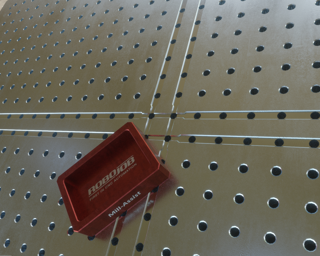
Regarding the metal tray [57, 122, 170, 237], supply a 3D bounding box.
[{"bbox_3d":[-0.064,0.064,0.400,0.130,0.030,0.090,-38,51,2],"label":"metal tray"}]
